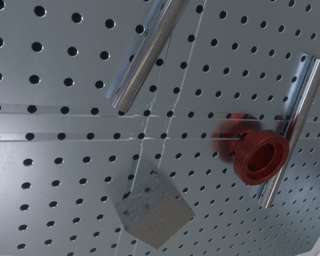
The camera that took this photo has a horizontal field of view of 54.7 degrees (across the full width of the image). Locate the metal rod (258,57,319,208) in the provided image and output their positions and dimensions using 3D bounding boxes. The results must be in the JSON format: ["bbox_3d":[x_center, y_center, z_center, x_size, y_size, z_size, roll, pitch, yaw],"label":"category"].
[{"bbox_3d":[0.231,0.022,0.551,0.025,0.025,0.298,-5,121,-26],"label":"metal rod"}]

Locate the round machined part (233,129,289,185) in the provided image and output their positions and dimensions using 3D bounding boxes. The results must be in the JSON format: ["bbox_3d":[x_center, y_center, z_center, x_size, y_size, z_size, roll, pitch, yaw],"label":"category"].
[{"bbox_3d":[0.163,0.044,0.517,0.099,0.042,0.097,-14,124,-21],"label":"round machined part"}]

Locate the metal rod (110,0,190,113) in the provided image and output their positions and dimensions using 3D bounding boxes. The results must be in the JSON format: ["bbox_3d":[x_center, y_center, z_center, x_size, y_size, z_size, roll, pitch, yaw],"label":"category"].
[{"bbox_3d":[0.025,-0.149,0.332,0.025,0.025,0.298,20,108,-36],"label":"metal rod"}]

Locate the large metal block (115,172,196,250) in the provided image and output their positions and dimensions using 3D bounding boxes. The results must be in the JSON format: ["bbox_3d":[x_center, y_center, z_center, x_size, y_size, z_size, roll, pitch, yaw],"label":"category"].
[{"bbox_3d":[-0.006,0.126,0.470,0.080,0.050,0.080,-43,130,1],"label":"large metal block"}]
